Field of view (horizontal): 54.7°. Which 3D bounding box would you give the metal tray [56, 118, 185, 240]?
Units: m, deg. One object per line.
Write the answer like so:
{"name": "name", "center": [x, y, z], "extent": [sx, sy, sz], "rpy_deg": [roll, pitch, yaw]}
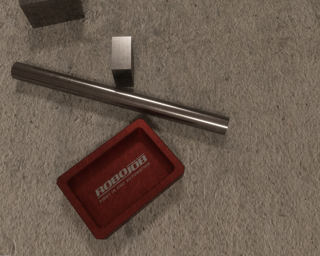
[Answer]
{"name": "metal tray", "center": [-0.046, 0.061, 0.382], "extent": [0.131, 0.030, 0.090], "rpy_deg": [-38, 75, -13]}

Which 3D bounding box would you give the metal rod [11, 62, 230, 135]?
{"name": "metal rod", "center": [-0.057, -0.042, 0.422], "extent": [0.301, 0.025, 0.025], "rpy_deg": [15, 71, 5]}

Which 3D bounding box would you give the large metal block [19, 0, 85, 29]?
{"name": "large metal block", "center": [-0.166, -0.207, 0.468], "extent": [0.081, 0.050, 0.080], "rpy_deg": [-14, 71, -6]}

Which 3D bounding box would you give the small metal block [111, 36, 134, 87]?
{"name": "small metal block", "center": [-0.050, -0.090, 0.427], "extent": [0.025, 0.050, 0.050], "rpy_deg": [-2, 70, -1]}
